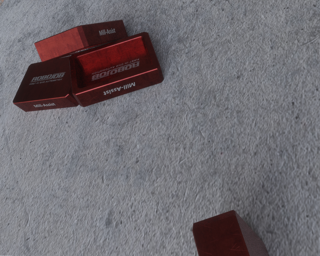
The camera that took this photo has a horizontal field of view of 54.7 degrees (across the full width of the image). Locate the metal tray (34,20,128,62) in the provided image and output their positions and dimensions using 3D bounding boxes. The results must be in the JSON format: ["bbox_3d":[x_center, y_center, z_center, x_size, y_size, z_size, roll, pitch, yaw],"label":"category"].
[{"bbox_3d":[-0.121,-0.141,0.496,0.090,0.030,0.131,-10,17,26],"label":"metal tray"}]

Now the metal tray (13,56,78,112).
[{"bbox_3d":[-0.190,-0.078,0.549,0.130,0.030,0.090,-3,60,26],"label":"metal tray"}]

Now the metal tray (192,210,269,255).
[{"bbox_3d":[0.069,0.122,0.225,0.030,0.130,0.090,-24,53,14],"label":"metal tray"}]

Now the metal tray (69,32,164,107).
[{"bbox_3d":[-0.069,-0.091,0.473,0.131,0.030,0.090,-18,54,1],"label":"metal tray"}]
